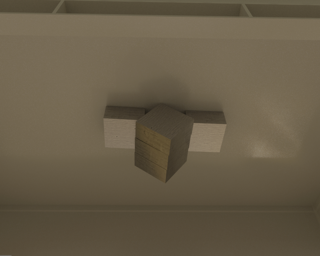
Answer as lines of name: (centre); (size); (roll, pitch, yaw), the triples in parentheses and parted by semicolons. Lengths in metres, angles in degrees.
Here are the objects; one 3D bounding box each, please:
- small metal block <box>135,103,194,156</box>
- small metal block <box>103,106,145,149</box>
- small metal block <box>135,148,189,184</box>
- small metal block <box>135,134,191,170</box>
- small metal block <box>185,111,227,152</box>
small metal block: (0.006, 0.000, 0.377); (0.050, 0.050, 0.025); (27, 134, 25)
small metal block: (-0.046, 0.000, 0.407); (0.050, 0.025, 0.050); (3, 130, -3)
small metal block: (0.002, 0.038, 0.410); (0.050, 0.050, 0.025); (27, 135, 25)
small metal block: (0.004, 0.019, 0.394); (0.050, 0.050, 0.025); (27, 135, 25)
small metal block: (0.057, 0.005, 0.413); (0.050, 0.025, 0.050); (2, 130, -3)
